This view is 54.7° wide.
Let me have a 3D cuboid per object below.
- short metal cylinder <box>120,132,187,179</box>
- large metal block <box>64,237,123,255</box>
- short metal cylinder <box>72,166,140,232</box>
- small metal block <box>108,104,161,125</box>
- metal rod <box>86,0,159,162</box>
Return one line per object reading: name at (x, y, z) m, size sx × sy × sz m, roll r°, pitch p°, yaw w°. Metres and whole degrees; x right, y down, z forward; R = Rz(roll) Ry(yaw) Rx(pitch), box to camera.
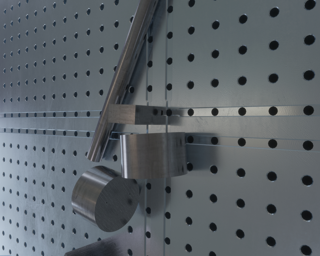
short metal cylinder at (-0.008, 0.032, 0.380) m, size 0.080 × 0.081 × 0.050 m, roll -5°, pitch 87°, yaw 40°
large metal block at (-0.092, 0.217, 0.449) m, size 0.080 × 0.081 × 0.050 m, roll 44°, pitch 116°, yaw 31°
short metal cylinder at (-0.075, 0.098, 0.435) m, size 0.050 × 0.081 × 0.079 m, roll 13°, pitch 98°, yaw 39°
small metal block at (-0.034, -0.018, 0.421) m, size 0.050 × 0.050 × 0.025 m, roll 5°, pitch 94°, yaw 40°
metal rod at (-0.052, -0.083, 0.451) m, size 0.025 × 0.025 × 0.298 m, roll 34°, pitch 111°, yaw 34°
